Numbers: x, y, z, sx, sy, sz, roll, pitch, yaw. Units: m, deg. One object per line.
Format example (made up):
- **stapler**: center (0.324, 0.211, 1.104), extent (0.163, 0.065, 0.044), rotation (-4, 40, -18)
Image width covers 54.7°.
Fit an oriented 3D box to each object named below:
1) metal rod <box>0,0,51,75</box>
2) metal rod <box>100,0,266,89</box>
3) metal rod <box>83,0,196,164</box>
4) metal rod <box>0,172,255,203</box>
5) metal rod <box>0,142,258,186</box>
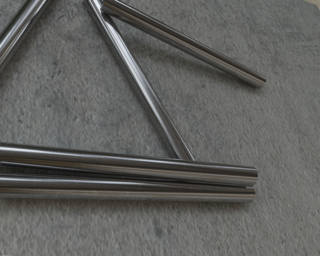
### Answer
- **metal rod**: center (-0.183, -0.090, 0.360), extent (0.025, 0.025, 0.300), rotation (23, 53, -15)
- **metal rod**: center (0.051, -0.129, 0.495), extent (0.302, 0.025, 0.025), rotation (20, 54, -23)
- **metal rod**: center (-0.037, -0.078, 0.432), extent (0.025, 0.025, 0.299), rotation (-19, 72, -36)
- **metal rod**: center (-0.017, 0.071, 0.352), extent (0.302, 0.025, 0.025), rotation (7, 59, -25)
- **metal rod**: center (-0.022, 0.044, 0.351), extent (0.302, 0.025, 0.025), rotation (8, 58, -19)
